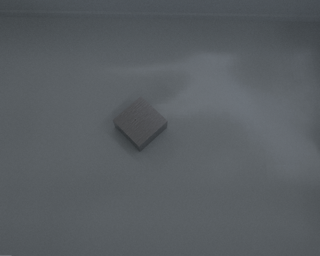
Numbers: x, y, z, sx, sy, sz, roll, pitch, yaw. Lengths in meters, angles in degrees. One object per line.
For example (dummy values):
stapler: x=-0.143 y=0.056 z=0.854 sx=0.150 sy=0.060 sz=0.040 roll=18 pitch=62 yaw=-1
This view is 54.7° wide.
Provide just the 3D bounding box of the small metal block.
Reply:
small metal block: x=-0.026 y=-0.005 z=0.411 sx=0.050 sy=0.025 sz=0.050 roll=-42 pitch=76 yaw=-14
